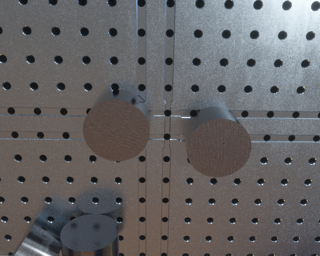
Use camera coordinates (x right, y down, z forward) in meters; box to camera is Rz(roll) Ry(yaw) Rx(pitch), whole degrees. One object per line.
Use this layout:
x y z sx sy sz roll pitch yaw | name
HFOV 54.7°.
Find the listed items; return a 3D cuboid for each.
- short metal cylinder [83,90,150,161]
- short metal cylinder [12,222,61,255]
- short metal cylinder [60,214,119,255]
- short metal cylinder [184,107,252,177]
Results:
-0.053 -0.004 0.398 0.081 0.050 0.079 0 110 -1 | short metal cylinder
-0.184 0.185 0.450 0.050 0.080 0.080 34 106 -12 | short metal cylinder
-0.099 0.169 0.445 0.081 0.080 0.050 2 110 -1 | short metal cylinder
0.073 0.017 0.408 0.081 0.050 0.079 0 110 -1 | short metal cylinder
